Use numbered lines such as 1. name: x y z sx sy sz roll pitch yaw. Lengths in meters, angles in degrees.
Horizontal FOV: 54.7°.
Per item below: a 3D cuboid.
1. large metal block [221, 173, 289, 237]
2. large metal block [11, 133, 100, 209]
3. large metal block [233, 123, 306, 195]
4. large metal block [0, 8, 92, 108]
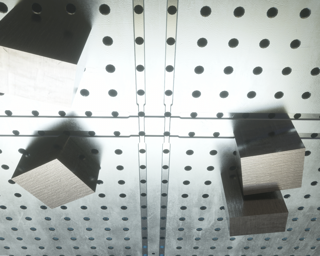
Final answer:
1. large metal block: 0.140 0.113 0.474 0.080 0.080 0.050 -7 130 5
2. large metal block: -0.147 0.064 0.448 0.080 0.050 0.080 -23 127 18
3. large metal block: 0.151 0.045 0.436 0.080 0.050 0.080 -10 130 8
4. large metal block: -0.120 -0.072 0.312 0.081 0.080 0.050 13 129 -11
